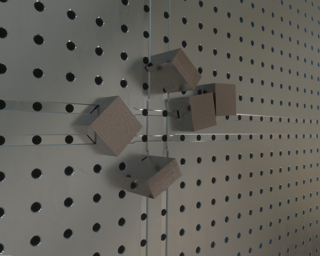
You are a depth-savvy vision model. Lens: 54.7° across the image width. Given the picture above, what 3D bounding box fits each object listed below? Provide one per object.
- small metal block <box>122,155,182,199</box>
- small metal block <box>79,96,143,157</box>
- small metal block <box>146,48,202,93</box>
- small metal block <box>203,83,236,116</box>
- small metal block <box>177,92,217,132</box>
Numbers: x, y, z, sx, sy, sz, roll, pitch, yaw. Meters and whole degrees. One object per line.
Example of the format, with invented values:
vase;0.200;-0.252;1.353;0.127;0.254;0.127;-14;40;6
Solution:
small metal block;-0.010;0.059;0.387;0.050;0.050;0.025;-34;112;-35
small metal block;-0.056;-0.002;0.364;0.050;0.025;0.050;-52;121;-28
small metal block;0.018;-0.074;0.410;0.050;0.050;0.025;47;62;-30
small metal block;0.095;-0.044;0.491;0.050;0.025;0.050;-4;92;-40
small metal block;0.055;-0.024;0.458;0.050;0.025;0.050;-14;99;-39
